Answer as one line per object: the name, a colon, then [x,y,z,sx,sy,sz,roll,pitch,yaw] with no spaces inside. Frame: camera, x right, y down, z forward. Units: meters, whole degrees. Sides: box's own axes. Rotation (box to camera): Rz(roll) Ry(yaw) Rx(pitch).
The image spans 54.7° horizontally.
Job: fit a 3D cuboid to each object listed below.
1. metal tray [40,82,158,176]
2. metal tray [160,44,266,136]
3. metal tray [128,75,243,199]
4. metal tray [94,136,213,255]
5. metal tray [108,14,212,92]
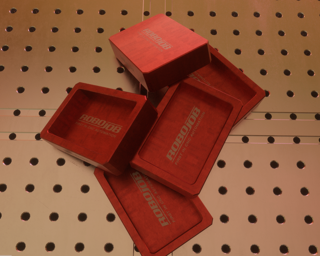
metal tray: [-0.077,-0.005,0.377,0.130,0.030,0.090,16,67,37]
metal tray: [0.066,-0.056,0.430,0.090,0.030,0.130,-42,76,-14]
metal tray: [0.032,0.007,0.375,0.090,0.030,0.130,27,72,9]
metal tray: [-0.009,0.084,0.378,0.090,0.030,0.130,-31,73,-11]
metal tray: [-0.004,-0.106,0.416,0.090,0.030,0.130,-29,43,-11]
